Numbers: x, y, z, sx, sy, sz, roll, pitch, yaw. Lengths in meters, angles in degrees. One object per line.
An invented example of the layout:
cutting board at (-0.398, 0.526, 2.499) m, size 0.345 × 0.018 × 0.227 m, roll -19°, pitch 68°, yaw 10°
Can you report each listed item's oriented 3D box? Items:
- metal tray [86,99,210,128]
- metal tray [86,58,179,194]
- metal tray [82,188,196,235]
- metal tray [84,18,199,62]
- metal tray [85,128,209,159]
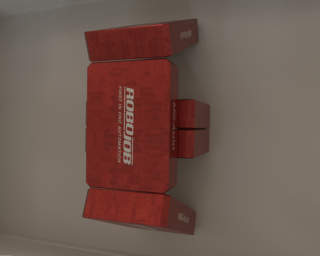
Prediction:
metal tray at (-0.012, -0.016, 0.379) m, size 0.130 × 0.090 × 0.030 m, roll 1°, pitch 91°, yaw 20°
metal tray at (-0.029, -0.003, 0.320) m, size 0.090 × 0.030 × 0.129 m, roll 1°, pitch 90°, yaw 19°
metal tray at (-0.016, 0.099, 0.357) m, size 0.090 × 0.130 × 0.030 m, roll 1°, pitch 69°, yaw 19°
metal tray at (-0.013, -0.104, 0.357) m, size 0.090 × 0.131 × 0.030 m, roll 1°, pitch 111°, yaw 20°
metal tray at (-0.012, 0.015, 0.380) m, size 0.130 × 0.090 × 0.030 m, roll 1°, pitch 91°, yaw 20°
